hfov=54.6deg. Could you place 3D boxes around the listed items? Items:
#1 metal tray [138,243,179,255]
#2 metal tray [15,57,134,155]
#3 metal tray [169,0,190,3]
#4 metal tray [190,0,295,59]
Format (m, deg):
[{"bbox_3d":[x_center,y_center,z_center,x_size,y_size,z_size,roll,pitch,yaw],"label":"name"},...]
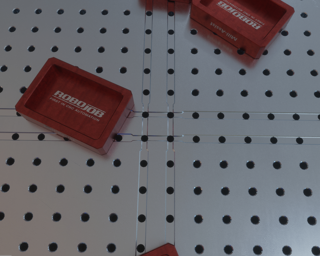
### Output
[{"bbox_3d":[-0.028,0.194,0.338,0.131,0.030,0.090,-22,72,-8],"label":"metal tray"},{"bbox_3d":[-0.112,-0.031,0.419,0.130,0.030,0.090,24,72,8],"label":"metal tray"},{"bbox_3d":[0.019,-0.272,0.509,0.090,0.030,0.130,10,70,3],"label":"metal tray"},{"bbox_3d":[0.123,-0.176,0.474,0.130,0.030,0.090,37,74,12],"label":"metal tray"}]
